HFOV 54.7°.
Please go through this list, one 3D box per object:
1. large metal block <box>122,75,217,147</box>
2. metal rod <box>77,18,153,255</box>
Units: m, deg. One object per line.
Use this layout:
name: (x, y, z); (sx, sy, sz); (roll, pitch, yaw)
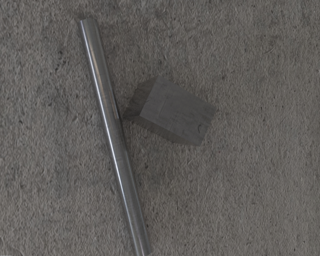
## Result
large metal block: (0.009, -0.019, 0.383); (0.080, 0.080, 0.050); (27, 81, -18)
metal rod: (-0.055, 0.016, 0.388); (0.025, 0.025, 0.298); (-15, 95, -20)
